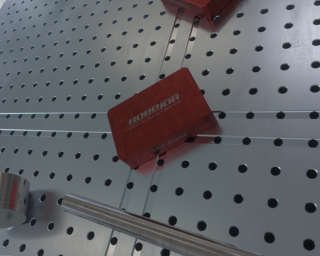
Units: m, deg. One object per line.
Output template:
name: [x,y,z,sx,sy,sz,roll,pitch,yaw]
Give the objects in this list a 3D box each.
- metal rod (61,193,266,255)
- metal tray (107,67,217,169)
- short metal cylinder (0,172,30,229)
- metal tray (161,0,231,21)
metal rod: [0.006,0.116,0.333,0.300,0.025,0.025,8,66,31]
metal tray: [-0.002,-0.015,0.415,0.130,0.030,0.090,-29,52,10]
short metal cylinder: [-0.226,0.102,0.429,0.080,0.080,0.050,-21,54,16]
metal tray: [0.064,-0.237,0.517,0.090,0.030,0.130,-46,51,-5]
